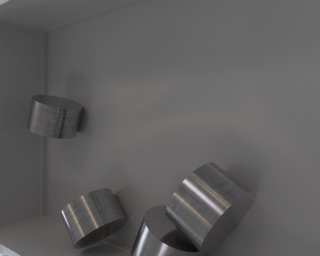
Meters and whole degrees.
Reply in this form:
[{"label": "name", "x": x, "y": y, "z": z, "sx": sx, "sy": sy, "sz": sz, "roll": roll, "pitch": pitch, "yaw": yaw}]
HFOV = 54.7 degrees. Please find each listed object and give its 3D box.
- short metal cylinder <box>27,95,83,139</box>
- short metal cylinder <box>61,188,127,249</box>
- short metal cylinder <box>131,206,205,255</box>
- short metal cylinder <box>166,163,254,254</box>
[{"label": "short metal cylinder", "x": -0.174, "y": -0.020, "z": 0.515, "sx": 0.080, "sy": 0.081, "sz": 0.050, "roll": 26, "pitch": 106, "yaw": 37}, {"label": "short metal cylinder", "x": -0.096, "y": 0.131, "z": 0.450, "sx": 0.080, "sy": 0.081, "sz": 0.050, "roll": -47, "pitch": 62, "yaw": 30}, {"label": "short metal cylinder", "x": 0.012, "y": 0.136, "z": 0.361, "sx": 0.080, "sy": 0.081, "sz": 0.050, "roll": 31, "pitch": 110, "yaw": 35}, {"label": "short metal cylinder", "x": 0.053, "y": 0.084, "z": 0.327, "sx": 0.050, "sy": 0.081, "sz": 0.079, "roll": 39, "pitch": 114, "yaw": 33}]
